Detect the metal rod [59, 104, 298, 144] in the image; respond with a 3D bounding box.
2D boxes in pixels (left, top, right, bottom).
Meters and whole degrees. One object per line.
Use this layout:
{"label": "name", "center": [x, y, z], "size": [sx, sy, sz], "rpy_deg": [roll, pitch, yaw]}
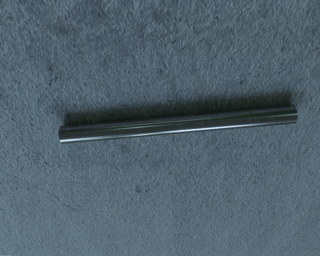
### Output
{"label": "metal rod", "center": [0.020, -0.004, 0.403], "size": [0.301, 0.025, 0.025], "rpy_deg": [-5, 130, 4]}
